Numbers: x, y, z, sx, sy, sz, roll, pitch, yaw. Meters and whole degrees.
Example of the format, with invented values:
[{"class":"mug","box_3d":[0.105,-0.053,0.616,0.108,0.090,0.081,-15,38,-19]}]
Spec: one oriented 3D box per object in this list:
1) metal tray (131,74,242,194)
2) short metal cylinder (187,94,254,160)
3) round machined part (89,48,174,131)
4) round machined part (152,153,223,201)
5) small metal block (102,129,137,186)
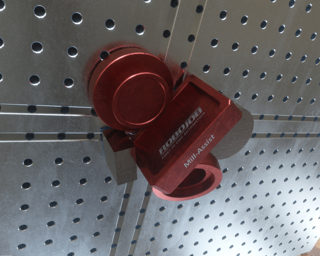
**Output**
[{"class":"metal tray","box_3d":[0.025,0.004,0.380,0.130,0.090,0.030,-48,129,5]},{"class":"short metal cylinder","box_3d":[0.082,-0.003,0.433,0.081,0.050,0.079,-14,124,-21]},{"class":"round machined part","box_3d":[-0.028,-0.038,0.356,0.099,0.042,0.097,-14,124,-21]},{"class":"round machined part","box_3d":[0.035,0.061,0.437,0.099,0.042,0.097,-7,140,-5]},{"class":"small metal block","box_3d":[-0.050,0.034,0.383,0.025,0.050,0.050,-14,125,-21]}]
